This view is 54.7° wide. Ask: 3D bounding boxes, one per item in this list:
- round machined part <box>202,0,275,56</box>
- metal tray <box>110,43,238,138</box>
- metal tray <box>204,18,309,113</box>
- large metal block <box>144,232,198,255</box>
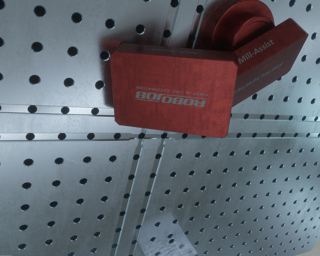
[{"bbox_3d":[0.106,-0.110,0.390,0.099,0.042,0.097,-14,124,-21],"label":"round machined part"},{"bbox_3d":[0.014,-0.041,0.343,0.131,0.030,0.089,7,122,10],"label":"metal tray"},{"bbox_3d":[0.115,-0.072,0.396,0.130,0.030,0.090,-31,159,-5],"label":"metal tray"},{"bbox_3d":[0.025,0.250,0.564,0.081,0.050,0.080,-23,127,-15],"label":"large metal block"}]
